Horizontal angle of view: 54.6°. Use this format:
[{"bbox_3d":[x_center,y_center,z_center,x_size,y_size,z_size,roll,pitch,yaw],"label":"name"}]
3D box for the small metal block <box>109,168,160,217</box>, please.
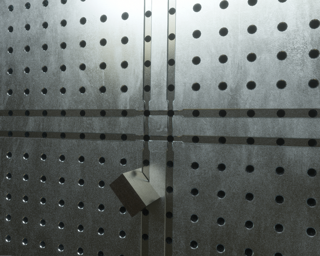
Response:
[{"bbox_3d":[-0.032,0.084,0.411,0.025,0.050,0.050,-42,77,15],"label":"small metal block"}]
